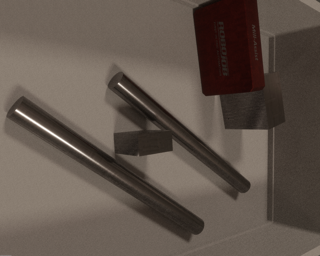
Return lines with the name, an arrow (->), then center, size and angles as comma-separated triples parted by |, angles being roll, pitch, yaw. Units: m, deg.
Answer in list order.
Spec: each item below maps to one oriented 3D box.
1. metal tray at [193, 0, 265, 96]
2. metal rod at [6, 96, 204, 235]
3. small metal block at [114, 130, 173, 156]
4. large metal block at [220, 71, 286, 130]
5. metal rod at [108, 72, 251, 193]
metal tray -> 0.098, -0.115, 0.448 | 0.030, 0.090, 0.129 | -13, 99, -40
metal rod -> -0.041, 0.062, 0.373 | 0.301, 0.025, 0.025 | 41, 65, -33
small metal block -> -0.021, 0.017, 0.375 | 0.050, 0.050, 0.025 | -6, 94, -40
large metal block -> 0.146, -0.043, 0.496 | 0.050, 0.080, 0.079 | -19, 102, -39
metal rod -> 0.046, 0.022, 0.447 | 0.301, 0.025, 0.025 | 39, 66, -34
